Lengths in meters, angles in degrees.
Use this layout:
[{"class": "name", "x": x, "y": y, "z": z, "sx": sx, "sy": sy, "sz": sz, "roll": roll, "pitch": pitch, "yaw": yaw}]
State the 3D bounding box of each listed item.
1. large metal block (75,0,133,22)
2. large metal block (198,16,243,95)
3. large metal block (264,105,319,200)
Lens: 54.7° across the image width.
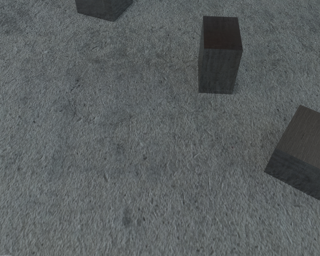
[{"class": "large metal block", "x": -0.109, "y": -0.257, "z": 0.602, "sx": 0.080, "sy": 0.050, "sz": 0.080, "roll": 19, "pitch": 52, "yaw": 15}, {"class": "large metal block", "x": 0.086, "y": -0.107, "z": 0.458, "sx": 0.050, "sy": 0.080, "sz": 0.080, "roll": 3, "pitch": 50, "yaw": 3}, {"class": "large metal block", "x": 0.182, "y": 0.030, "z": 0.363, "sx": 0.080, "sy": 0.050, "sz": 0.080, "roll": 28, "pitch": 55, "yaw": 21}]
